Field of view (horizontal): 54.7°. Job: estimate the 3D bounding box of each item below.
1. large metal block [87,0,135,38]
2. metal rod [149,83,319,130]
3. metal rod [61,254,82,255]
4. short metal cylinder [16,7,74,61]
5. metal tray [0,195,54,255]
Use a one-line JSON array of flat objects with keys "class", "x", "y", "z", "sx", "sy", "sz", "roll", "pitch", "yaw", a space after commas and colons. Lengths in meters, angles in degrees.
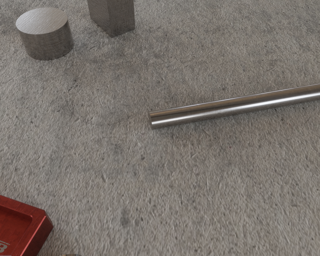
[{"class": "large metal block", "x": -0.089, "y": -0.222, "z": 0.553, "sx": 0.050, "sy": 0.080, "sz": 0.080, "roll": -29, "pitch": 56, "yaw": -22}, {"class": "metal rod", "x": 0.134, "y": -0.036, "z": 0.434, "sx": 0.302, "sy": 0.025, "sz": 0.025, "roll": -10, "pitch": 51, "yaw": -9}, {"class": "metal rod", "x": -0.062, "y": 0.238, "z": 0.201, "sx": 0.025, "sy": 0.025, "sz": 0.300, "roll": -7, "pitch": 50, "yaw": -6}, {"class": "short metal cylinder", "x": -0.190, "y": -0.158, "z": 0.517, "sx": 0.081, "sy": 0.050, "sz": 0.080, "roll": 0, "pitch": 50, "yaw": 0}, {"class": "metal tray", "x": -0.188, "y": 0.109, "z": 0.305, "sx": 0.131, "sy": 0.030, "sz": 0.090, "roll": 15, "pitch": 51, "yaw": 12}]
